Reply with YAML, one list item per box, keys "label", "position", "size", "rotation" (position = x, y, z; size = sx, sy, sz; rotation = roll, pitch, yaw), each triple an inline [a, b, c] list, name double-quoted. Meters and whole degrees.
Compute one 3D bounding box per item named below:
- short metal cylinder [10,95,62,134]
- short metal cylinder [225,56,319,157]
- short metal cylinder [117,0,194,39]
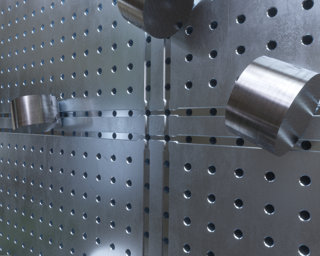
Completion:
- label: "short metal cylinder"
  position: [-0.220, -0.023, 0.551]
  size: [0.080, 0.081, 0.050]
  rotation: [-18, 79, 38]
- label: "short metal cylinder"
  position: [0.105, -0.020, 0.286]
  size: [0.050, 0.081, 0.079]
  rotation: [32, 110, 35]
- label: "short metal cylinder"
  position: [-0.004, -0.156, 0.375]
  size: [0.050, 0.081, 0.079]
  rotation: [40, 114, 32]
